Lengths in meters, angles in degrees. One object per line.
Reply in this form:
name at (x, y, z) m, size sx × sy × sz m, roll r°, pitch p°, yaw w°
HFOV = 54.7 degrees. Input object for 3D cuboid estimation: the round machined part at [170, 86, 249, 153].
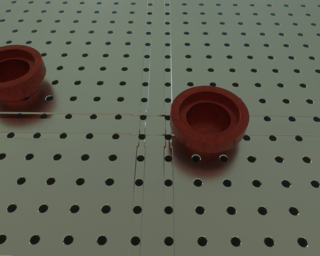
round machined part at (0.062, -0.007, 0.403) m, size 0.099 × 0.042 × 0.098 m, roll 0°, pitch 50°, yaw 0°

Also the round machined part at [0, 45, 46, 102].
round machined part at (-0.219, -0.077, 0.458) m, size 0.099 × 0.042 × 0.098 m, roll 0°, pitch 50°, yaw 0°
